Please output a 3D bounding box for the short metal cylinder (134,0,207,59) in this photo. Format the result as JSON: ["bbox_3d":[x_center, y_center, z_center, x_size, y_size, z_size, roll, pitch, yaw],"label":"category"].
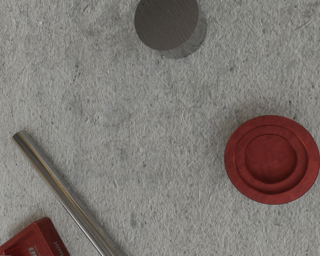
[{"bbox_3d":[0.015,-0.132,0.390,0.080,0.050,0.079,0,90,19],"label":"short metal cylinder"}]

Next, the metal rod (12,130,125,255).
[{"bbox_3d":[-0.120,0.119,0.449,0.025,0.025,0.300,-46,76,14],"label":"metal rod"}]

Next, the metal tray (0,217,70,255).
[{"bbox_3d":[-0.178,0.214,0.467,0.090,0.030,0.130,-37,79,16],"label":"metal tray"}]

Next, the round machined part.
[{"bbox_3d":[0.126,0.034,0.355,0.098,0.042,0.097,0,90,19],"label":"round machined part"}]
